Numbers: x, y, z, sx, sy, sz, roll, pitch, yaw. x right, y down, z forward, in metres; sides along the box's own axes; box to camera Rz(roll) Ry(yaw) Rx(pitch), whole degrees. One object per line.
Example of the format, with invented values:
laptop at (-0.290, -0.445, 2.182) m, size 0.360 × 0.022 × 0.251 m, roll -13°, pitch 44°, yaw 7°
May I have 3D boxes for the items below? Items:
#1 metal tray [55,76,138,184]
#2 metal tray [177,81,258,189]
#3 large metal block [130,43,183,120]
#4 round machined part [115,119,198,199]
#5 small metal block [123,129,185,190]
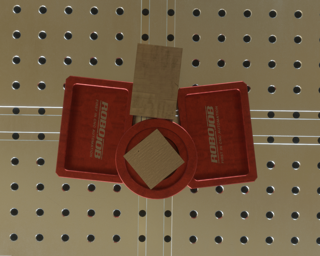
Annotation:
metal tray at (-0.081, 0.002, 0.406) m, size 0.091 × 0.030 × 0.129 m, roll 6°, pitch 90°, yaw 0°
metal tray at (0.072, 0.009, 0.407) m, size 0.091 × 0.030 × 0.129 m, roll -6°, pitch 90°, yaw 0°
large metal block at (-0.004, -0.052, 0.382) m, size 0.050 × 0.080 × 0.080 m, roll 6°, pitch 90°, yaw 0°
round machined part at (-0.004, 0.037, 0.392) m, size 0.099 × 0.042 × 0.097 m, roll 0°, pitch 90°, yaw 0°
small metal block at (-0.007, 0.036, 0.367) m, size 0.050 × 0.025 × 0.050 m, roll -39°, pitch 90°, yaw 0°
